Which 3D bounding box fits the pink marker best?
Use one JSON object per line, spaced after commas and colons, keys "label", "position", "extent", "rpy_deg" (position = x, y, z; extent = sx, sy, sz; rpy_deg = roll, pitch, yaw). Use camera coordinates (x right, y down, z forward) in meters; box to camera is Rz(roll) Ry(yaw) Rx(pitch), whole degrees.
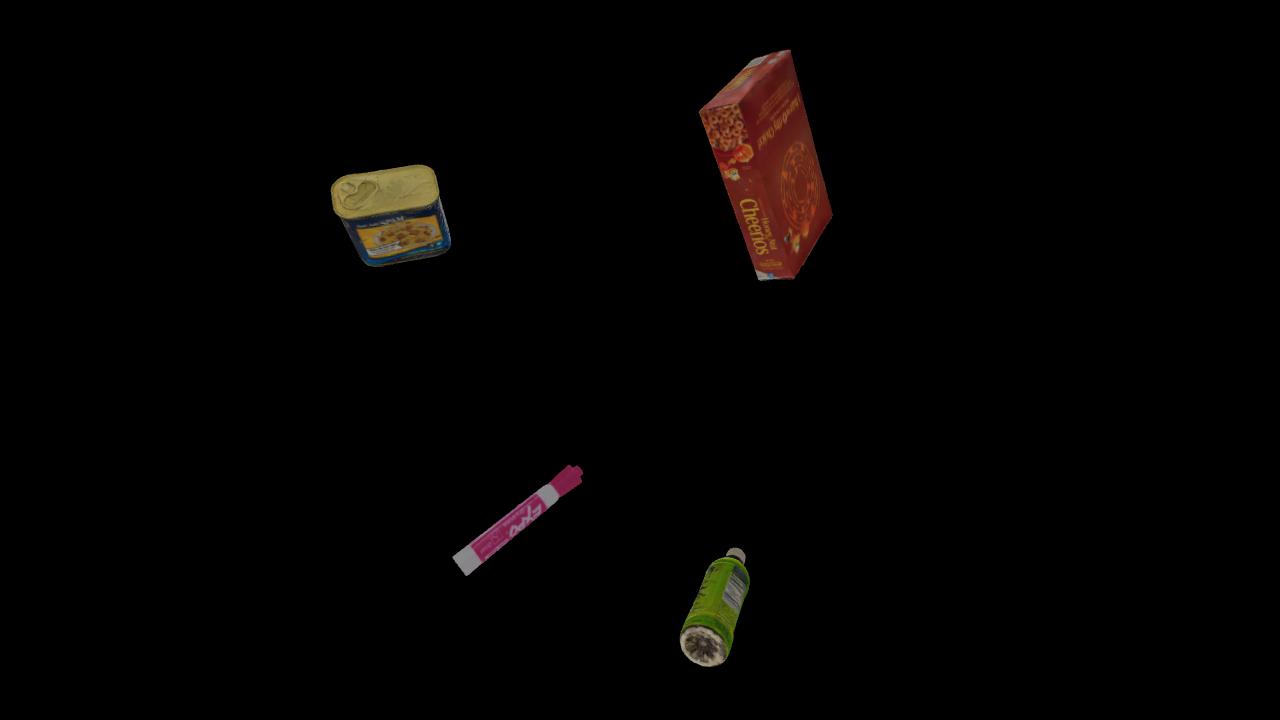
{"label": "pink marker", "position": [-0.095, 0.126, 0.497], "extent": [0.121, 0.020, 0.020], "rpy_deg": [-37, 17, -24]}

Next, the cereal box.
{"label": "cereal box", "position": [0.217, -0.309, 1.003], "extent": [0.081, 0.306, 0.203], "rpy_deg": [4, 45, 39]}

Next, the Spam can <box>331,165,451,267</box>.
{"label": "Spam can", "position": [-0.255, -0.148, 0.643], "extent": [0.101, 0.058, 0.085], "rpy_deg": [-13, -26, -11]}

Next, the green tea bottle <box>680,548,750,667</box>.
{"label": "green tea bottle", "position": [0.120, 0.347, 0.900], "extent": [0.073, 0.073, 0.212], "rpy_deg": [0, 16, 23]}
